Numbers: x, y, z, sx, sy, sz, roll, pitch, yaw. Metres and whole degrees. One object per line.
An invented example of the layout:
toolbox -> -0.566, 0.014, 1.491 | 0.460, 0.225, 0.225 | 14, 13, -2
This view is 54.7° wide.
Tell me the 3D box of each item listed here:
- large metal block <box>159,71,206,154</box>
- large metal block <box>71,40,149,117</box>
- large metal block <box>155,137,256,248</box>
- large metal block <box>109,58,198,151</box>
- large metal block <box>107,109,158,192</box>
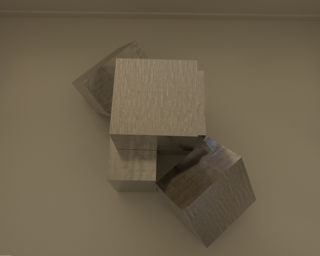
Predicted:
large metal block -> 0.025, -0.016, 0.384 | 0.050, 0.080, 0.080 | 1, 70, 0
large metal block -> -0.058, -0.062, 0.393 | 0.080, 0.080, 0.050 | -41, 110, -14
large metal block -> 0.053, 0.072, 0.345 | 0.080, 0.080, 0.050 | -40, 40, -13
large metal block -> -0.004, -0.022, 0.317 | 0.080, 0.050, 0.080 | 2, 70, 0
large metal block -> -0.029, 0.030, 0.368 | 0.050, 0.080, 0.080 | 1, 70, 0
